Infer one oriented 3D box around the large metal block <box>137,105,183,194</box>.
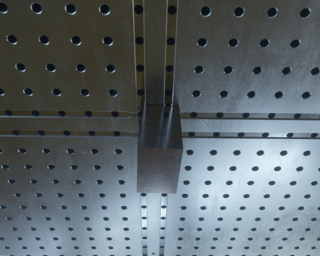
[{"bbox_3d":[-0.002,0.027,0.397,0.050,0.080,0.079,3,130,-3],"label":"large metal block"}]
